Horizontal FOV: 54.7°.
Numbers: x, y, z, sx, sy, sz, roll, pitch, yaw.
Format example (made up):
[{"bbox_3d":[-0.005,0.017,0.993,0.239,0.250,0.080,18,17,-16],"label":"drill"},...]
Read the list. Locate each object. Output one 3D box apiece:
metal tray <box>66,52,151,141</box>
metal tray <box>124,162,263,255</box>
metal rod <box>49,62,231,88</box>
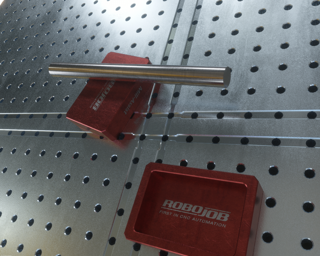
[{"bbox_3d":[-0.074,-0.052,0.474,0.090,0.030,0.130,19,72,35],"label":"metal tray"},{"bbox_3d":[0.035,0.090,0.330,0.130,0.030,0.090,4,63,29],"label":"metal tray"},{"bbox_3d":[-0.049,-0.079,0.441,0.300,0.025,0.025,9,66,31],"label":"metal rod"}]
